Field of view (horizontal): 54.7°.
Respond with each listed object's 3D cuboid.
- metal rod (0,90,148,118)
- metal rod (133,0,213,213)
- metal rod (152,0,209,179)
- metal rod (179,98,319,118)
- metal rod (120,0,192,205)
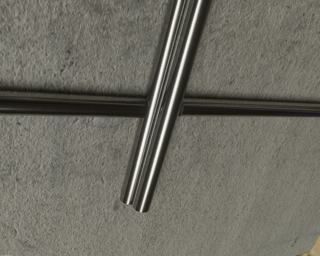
[{"bbox_3d":[-0.153,-0.025,0.310,0.303,0.025,0.025,0,118,-29],"label":"metal rod"},{"bbox_3d":[0.010,-0.019,0.377,0.025,0.025,0.298,1,118,-29],"label":"metal rod"},{"bbox_3d":[0.011,-0.023,0.403,0.025,0.025,0.298,1,118,-29],"label":"metal rod"},{"bbox_3d":[0.157,-0.029,0.479,0.303,0.025,0.025,-1,119,-29],"label":"metal rod"},{"bbox_3d":[-0.009,-0.028,0.389,0.025,0.025,0.298,1,118,-29],"label":"metal rod"}]
